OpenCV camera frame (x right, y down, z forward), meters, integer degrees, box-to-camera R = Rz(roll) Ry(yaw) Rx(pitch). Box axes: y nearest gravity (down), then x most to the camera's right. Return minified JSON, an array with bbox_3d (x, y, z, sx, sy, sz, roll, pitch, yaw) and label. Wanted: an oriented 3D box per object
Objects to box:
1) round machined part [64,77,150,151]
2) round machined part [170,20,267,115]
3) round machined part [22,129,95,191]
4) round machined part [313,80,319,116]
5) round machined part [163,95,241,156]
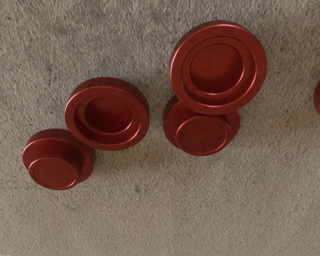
[{"bbox_3d":[-0.062,-0.021,0.377,0.099,0.042,0.097,0,130,0],"label":"round machined part"},{"bbox_3d":[0.059,-0.066,0.333,0.099,0.042,0.097,-1,121,-1],"label":"round machined part"},{"bbox_3d":[-0.144,0.051,0.438,0.099,0.042,0.097,0,130,0],"label":"round machined part"},{"bbox_3d":[0.228,-0.046,0.359,0.099,0.042,0.097,0,130,0],"label":"round machined part"},{"bbox_3d":[0.053,-0.002,0.395,0.099,0.042,0.097,0,130,0],"label":"round machined part"}]
